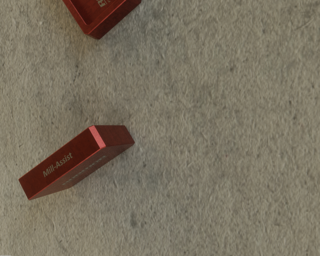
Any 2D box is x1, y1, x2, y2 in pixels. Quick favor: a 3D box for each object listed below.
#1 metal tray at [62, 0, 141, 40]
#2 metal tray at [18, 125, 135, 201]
[{"bbox_3d":[-0.097,-0.204,0.439,0.090,0.030,0.130,-37,79,16],"label":"metal tray"},{"bbox_3d":[-0.107,0.044,0.410,0.130,0.090,0.030,-34,79,16],"label":"metal tray"}]
